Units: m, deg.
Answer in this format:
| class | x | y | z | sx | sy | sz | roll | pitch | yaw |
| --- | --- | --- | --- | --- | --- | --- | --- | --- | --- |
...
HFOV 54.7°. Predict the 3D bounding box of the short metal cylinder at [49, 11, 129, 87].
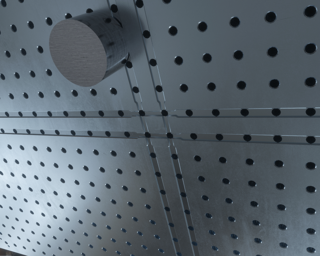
| class | x | y | z | sx | sy | sz | roll | pitch | yaw |
| --- | --- | --- | --- | --- | --- | --- | --- | --- | --- |
| short metal cylinder | -0.086 | -0.097 | 0.379 | 0.080 | 0.050 | 0.079 | 13 | 124 | 20 |
